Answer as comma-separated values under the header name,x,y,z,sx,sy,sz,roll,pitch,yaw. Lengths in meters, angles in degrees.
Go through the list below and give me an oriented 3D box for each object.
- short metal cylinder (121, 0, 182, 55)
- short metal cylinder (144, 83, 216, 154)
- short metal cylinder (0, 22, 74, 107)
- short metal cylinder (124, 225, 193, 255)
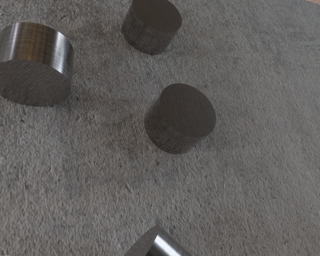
name,x,y,z,sx,sy,sz,roll,pitch,yaw
short metal cylinder,-0.013,-0.161,0.478,0.081,0.050,0.080,14,56,-21
short metal cylinder,0.026,-0.012,0.409,0.081,0.050,0.080,14,56,-21
short metal cylinder,-0.136,-0.066,0.335,0.081,0.080,0.050,10,58,-23
short metal cylinder,-0.009,0.137,0.280,0.050,0.080,0.080,42,51,1
